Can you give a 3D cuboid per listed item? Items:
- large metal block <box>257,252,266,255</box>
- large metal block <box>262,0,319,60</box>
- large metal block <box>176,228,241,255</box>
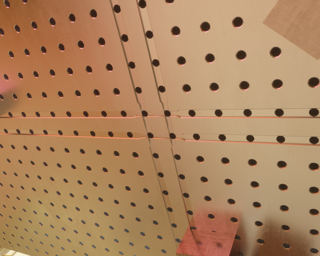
[{"bbox_3d":[0.163,0.240,0.439,0.080,0.080,0.050,23,127,14],"label":"large metal block"},{"bbox_3d":[0.131,-0.110,0.239,0.050,0.080,0.080,36,129,4],"label":"large metal block"},{"bbox_3d":[0.080,0.209,0.482,0.080,0.050,0.080,-3,117,30],"label":"large metal block"}]
